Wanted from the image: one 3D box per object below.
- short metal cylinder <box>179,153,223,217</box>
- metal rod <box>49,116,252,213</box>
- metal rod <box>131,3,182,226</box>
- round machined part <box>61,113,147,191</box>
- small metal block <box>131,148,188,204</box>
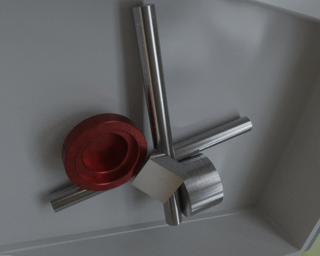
[{"bbox_3d":[0.048,0.082,0.450,0.050,0.080,0.079,-18,126,-18],"label":"short metal cylinder"},{"bbox_3d":[-0.001,0.044,0.435,0.302,0.025,0.025,-21,127,-17],"label":"metal rod"},{"bbox_3d":[0.002,0.004,0.389,0.025,0.025,0.298,-18,119,-18],"label":"metal rod"},{"bbox_3d":[-0.069,0.025,0.375,0.099,0.042,0.097,-14,125,-21],"label":"round machined part"},{"bbox_3d":[-0.001,0.061,0.392,0.050,0.025,0.050,32,121,-5],"label":"small metal block"}]
